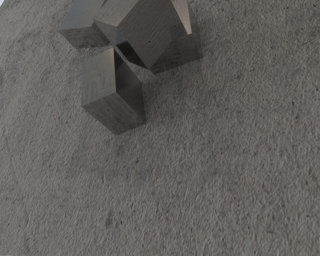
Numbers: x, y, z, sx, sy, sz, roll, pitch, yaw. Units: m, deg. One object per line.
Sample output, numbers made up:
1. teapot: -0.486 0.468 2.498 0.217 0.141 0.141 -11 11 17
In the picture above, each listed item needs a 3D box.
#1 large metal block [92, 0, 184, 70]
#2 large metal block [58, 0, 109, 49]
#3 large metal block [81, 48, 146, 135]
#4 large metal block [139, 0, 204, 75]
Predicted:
1. large metal block: -0.025 -0.137 0.402 0.050 0.080 0.080 29 78 37
2. large metal block: -0.128 -0.197 0.577 0.080 0.050 0.080 5 64 30
3. large metal block: -0.063 -0.049 0.432 0.050 0.080 0.080 -20 54 16
4. large metal block: 0.014 -0.137 0.465 0.080 0.050 0.080 -16 55 19
